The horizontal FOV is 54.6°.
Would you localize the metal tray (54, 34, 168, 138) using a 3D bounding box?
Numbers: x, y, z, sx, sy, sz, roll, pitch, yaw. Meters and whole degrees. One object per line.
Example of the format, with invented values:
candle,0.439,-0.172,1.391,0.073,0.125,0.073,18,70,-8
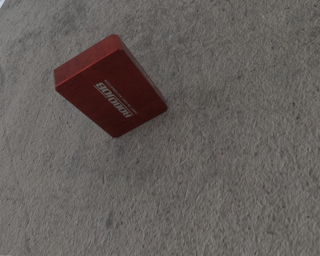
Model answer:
metal tray,-0.057,-0.046,0.396,0.090,0.130,0.030,-29,52,10
